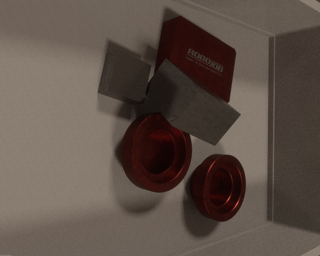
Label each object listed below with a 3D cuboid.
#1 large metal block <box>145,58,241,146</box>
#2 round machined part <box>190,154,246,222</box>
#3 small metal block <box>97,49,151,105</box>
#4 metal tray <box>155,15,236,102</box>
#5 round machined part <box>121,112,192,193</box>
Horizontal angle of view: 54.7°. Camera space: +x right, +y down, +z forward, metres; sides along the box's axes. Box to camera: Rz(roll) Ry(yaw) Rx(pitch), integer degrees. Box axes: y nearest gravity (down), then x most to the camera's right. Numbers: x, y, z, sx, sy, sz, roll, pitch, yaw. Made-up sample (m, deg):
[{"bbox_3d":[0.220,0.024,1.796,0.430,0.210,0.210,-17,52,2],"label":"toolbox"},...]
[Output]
[{"bbox_3d":[0.038,-0.031,0.379,0.080,0.080,0.050,24,109,-42],"label":"large metal block"},{"bbox_3d":[0.084,0.088,0.469,0.099,0.042,0.097,0,90,-40],"label":"round machined part"},{"bbox_3d":[-0.042,-0.060,0.373,0.050,0.025,0.050,17,79,-39],"label":"small metal block"},{"bbox_3d":[0.056,-0.093,0.452,0.131,0.030,0.090,16,80,-39],"label":"metal tray"},{"bbox_3d":[-0.008,0.029,0.390,0.099,0.042,0.097,0,90,-40],"label":"round machined part"}]
